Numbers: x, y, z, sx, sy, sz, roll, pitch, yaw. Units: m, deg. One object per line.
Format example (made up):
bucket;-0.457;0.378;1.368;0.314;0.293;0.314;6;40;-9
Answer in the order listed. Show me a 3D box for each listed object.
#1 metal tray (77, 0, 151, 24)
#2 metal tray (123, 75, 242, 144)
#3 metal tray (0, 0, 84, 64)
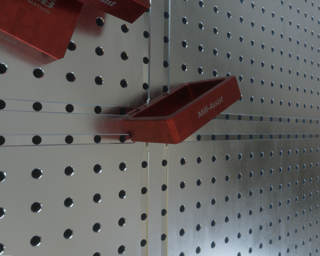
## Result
metal tray;-0.074;-0.168;0.311;0.131;0.030;0.090;6;62;-48
metal tray;0.030;-0.025;0.393;0.131;0.090;0.030;-34;111;-35
metal tray;-0.141;-0.130;0.288;0.131;0.030;0.090;26;74;-37
